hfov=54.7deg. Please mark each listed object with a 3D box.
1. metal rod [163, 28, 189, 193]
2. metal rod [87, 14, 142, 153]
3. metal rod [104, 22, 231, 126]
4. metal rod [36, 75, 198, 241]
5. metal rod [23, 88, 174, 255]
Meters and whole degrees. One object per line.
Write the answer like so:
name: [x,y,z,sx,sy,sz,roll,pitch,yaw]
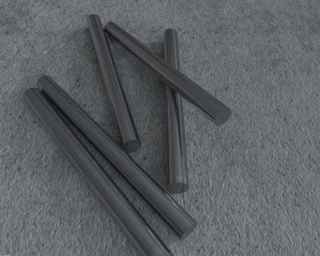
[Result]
metal rod: [0.019,-0.048,0.442,0.025,0.025,0.300,0,50,0]
metal rod: [-0.078,-0.087,0.475,0.025,0.025,0.300,-13,51,-11]
metal rod: [-0.007,-0.095,0.456,0.025,0.025,0.300,-26,47,-20]
metal rod: [-0.070,0.019,0.386,0.025,0.025,0.300,-34,58,-25]
metal rod: [-0.088,0.043,0.366,0.025,0.025,0.300,-32,57,-24]
